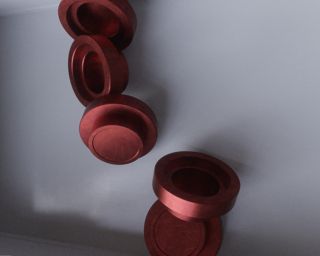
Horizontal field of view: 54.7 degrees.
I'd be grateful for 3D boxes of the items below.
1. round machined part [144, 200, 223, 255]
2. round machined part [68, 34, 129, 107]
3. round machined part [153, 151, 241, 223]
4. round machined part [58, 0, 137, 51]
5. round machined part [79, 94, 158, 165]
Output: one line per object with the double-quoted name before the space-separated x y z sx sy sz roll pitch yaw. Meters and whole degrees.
"round machined part" 0.026 0.127 0.381 0.098 0.042 0.098 -4 75 17
"round machined part" -0.079 -0.075 0.414 0.098 0.042 0.097 17 115 42
"round machined part" 0.040 0.071 0.362 0.098 0.099 0.042 19 119 18
"round machined part" -0.078 -0.148 0.406 0.098 0.098 0.042 2 59 19
"round machined part" -0.053 0.009 0.391 0.099 0.042 0.097 1 130 1
